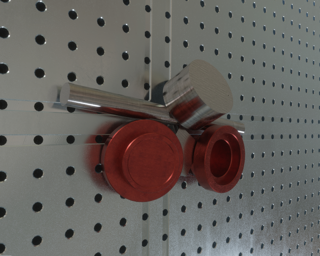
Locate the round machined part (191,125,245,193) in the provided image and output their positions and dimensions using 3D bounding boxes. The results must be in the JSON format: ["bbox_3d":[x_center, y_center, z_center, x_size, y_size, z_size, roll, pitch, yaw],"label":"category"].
[{"bbox_3d":[0.081,0.044,0.459,0.099,0.042,0.097,-3,95,-43],"label":"round machined part"}]

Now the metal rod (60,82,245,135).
[{"bbox_3d":[0.016,-0.017,0.418,0.302,0.025,0.025,9,84,-40],"label":"metal rod"}]

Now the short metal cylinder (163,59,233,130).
[{"bbox_3d":[0.051,-0.043,0.412,0.080,0.050,0.080,24,50,-31],"label":"short metal cylinder"}]

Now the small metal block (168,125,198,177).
[{"bbox_3d":[0.024,0.031,0.424,0.050,0.025,0.050,44,64,-31],"label":"small metal block"}]

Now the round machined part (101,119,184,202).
[{"bbox_3d":[-0.016,0.039,0.363,0.099,0.042,0.097,0,91,-22],"label":"round machined part"}]
